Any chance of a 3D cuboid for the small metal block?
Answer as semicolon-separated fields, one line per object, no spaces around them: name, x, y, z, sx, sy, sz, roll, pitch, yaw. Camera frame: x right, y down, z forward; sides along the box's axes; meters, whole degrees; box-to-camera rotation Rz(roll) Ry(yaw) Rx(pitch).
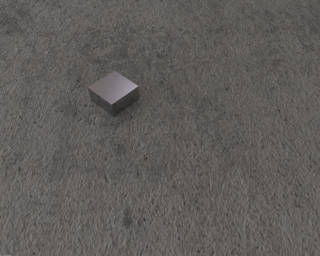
small metal block;-0.066;-0.050;0.445;0.050;0.025;0.050;35;58;26
